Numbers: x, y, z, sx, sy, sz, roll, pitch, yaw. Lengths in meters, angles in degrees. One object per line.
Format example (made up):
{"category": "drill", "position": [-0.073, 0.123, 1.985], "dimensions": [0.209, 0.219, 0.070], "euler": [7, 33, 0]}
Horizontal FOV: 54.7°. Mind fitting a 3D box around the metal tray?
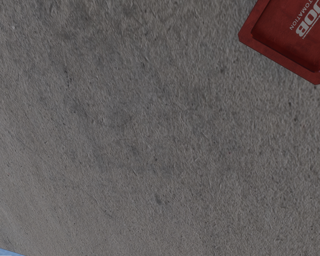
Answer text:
{"category": "metal tray", "position": [0.139, -0.112, 0.260], "dimensions": [0.090, 0.030, 0.129], "euler": [33, 129, 6]}
